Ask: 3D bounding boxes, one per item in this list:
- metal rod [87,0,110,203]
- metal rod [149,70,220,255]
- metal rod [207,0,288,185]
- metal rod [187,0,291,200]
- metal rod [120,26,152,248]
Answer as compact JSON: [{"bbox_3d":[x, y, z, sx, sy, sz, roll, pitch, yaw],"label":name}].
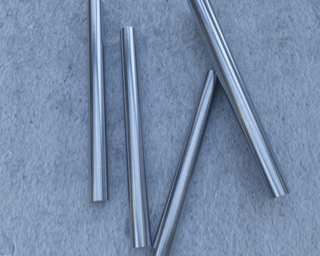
[{"bbox_3d":[-0.086,-0.051,0.425,0.025,0.025,0.299,-5,70,-2],"label":"metal rod"},{"bbox_3d":[0.030,0.060,0.386,0.025,0.025,0.299,17,71,5],"label":"metal rod"},{"bbox_3d":[0.105,-0.063,0.432,0.025,0.025,0.299,-15,71,-6],"label":"metal rod"},{"bbox_3d":[0.095,-0.055,0.406,0.025,0.025,0.299,-16,70,-6],"label":"metal rod"},{"bbox_3d":[-0.034,-0.003,0.408,0.025,0.025,0.299,-4,70,-2],"label":"metal rod"}]
